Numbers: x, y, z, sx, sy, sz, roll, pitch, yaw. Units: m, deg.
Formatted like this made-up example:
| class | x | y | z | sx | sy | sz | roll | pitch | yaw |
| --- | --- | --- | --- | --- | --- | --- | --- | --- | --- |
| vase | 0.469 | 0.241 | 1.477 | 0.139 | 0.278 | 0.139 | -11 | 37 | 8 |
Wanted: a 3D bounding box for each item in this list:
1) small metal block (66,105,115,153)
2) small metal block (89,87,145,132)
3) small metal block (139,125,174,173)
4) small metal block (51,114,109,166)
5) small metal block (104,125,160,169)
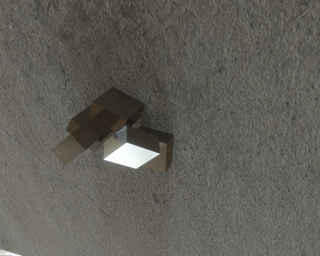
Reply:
| class | x | y | z | sx | sy | sz | roll | pitch | yaw |
| --- | --- | --- | --- | --- | --- | --- | --- | --- | --- |
| small metal block | -0.095 | -0.001 | 0.440 | 0.050 | 0.050 | 0.025 | 39 | 129 | 2 |
| small metal block | -0.055 | -0.024 | 0.405 | 0.050 | 0.050 | 0.025 | 28 | 128 | 10 |
| small metal block | -0.010 | 0.029 | 0.430 | 0.050 | 0.025 | 0.050 | 15 | 125 | 19 |
| small metal block | -0.099 | 0.015 | 0.387 | 0.050 | 0.050 | 0.025 | -33 | 100 | 38 |
| small metal block | -0.036 | 0.025 | 0.393 | 0.050 | 0.025 | 0.050 | 22 | 139 | -35 |
